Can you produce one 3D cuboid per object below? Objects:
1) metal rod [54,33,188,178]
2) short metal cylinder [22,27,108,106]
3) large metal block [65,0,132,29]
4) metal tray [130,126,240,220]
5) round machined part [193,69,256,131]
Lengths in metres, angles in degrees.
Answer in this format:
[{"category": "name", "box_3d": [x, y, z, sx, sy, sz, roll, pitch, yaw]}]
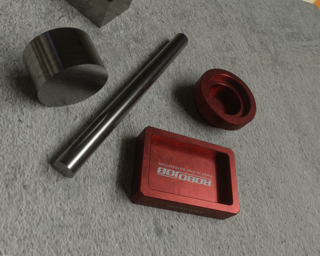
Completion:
[{"category": "metal rod", "box_3d": [-0.033, -0.051, 0.418, 0.025, 0.025, 0.301, 38, 51, -3]}, {"category": "short metal cylinder", "box_3d": [-0.107, -0.067, 0.353, 0.081, 0.080, 0.050, -16, 71, -35]}, {"category": "large metal block", "box_3d": [-0.092, -0.210, 0.468, 0.080, 0.050, 0.080, 39, 51, -2]}, {"category": "metal tray", "box_3d": [0.033, 0.057, 0.385, 0.131, 0.030, 0.090, 16, 55, -20]}, {"category": "round machined part", "box_3d": [0.093, -0.038, 0.468, 0.099, 0.042, 0.098, 14, 56, -21]}]
